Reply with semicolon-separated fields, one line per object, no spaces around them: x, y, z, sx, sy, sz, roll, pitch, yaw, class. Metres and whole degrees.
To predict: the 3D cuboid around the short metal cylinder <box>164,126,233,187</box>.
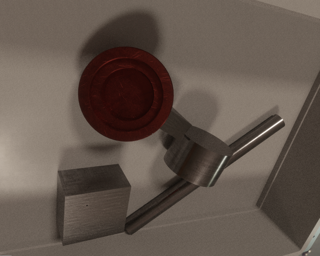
0.052;0.037;0.426;0.081;0.080;0.050;14;111;-35;short metal cylinder

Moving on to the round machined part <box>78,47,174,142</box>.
-0.035;-0.037;0.338;0.099;0.042;0.097;0;98;1;round machined part

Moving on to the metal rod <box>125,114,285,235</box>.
0.073;0.071;0.494;0.301;0.025;0.025;-34;129;-6;metal rod

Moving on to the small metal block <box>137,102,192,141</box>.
0.004;-0.016;0.385;0.050;0.050;0.025;32;101;-42;small metal block

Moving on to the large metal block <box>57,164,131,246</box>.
-0.089;0.098;0.406;0.081;0.050;0.079;-4;120;-27;large metal block
